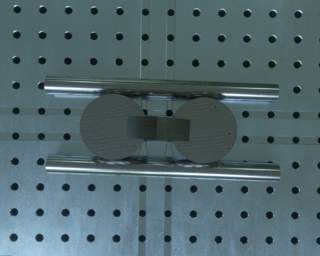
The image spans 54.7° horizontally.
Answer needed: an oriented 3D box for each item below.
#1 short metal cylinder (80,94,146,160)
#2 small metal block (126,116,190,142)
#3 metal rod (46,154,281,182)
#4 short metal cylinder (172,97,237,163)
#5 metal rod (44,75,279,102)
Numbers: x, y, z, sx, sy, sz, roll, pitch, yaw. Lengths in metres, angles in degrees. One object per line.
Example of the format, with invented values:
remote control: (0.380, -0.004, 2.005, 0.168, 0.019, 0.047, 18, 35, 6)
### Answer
short metal cylinder: (-0.056, -0.002, 0.397, 0.081, 0.050, 0.079, 0, 90, 0)
small metal block: (-0.002, 0.001, 0.351, 0.050, 0.050, 0.025, 4, 89, -43)
metal rod: (0.005, 0.053, 0.410, 0.302, 0.025, 0.025, 2, 90, 0)
short metal cylinder: (0.053, 0.003, 0.398, 0.081, 0.050, 0.079, 0, 90, 0)
metal rod: (0.003, -0.052, 0.410, 0.302, 0.025, 0.025, 2, 90, 0)
